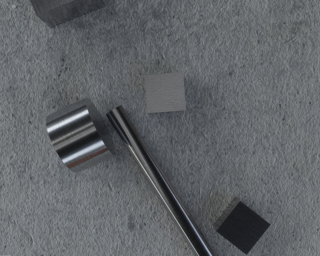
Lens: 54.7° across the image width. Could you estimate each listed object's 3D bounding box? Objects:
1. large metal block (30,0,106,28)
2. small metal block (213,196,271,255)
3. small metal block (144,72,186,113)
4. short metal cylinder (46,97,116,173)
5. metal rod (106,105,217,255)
[{"bbox_3d":[-0.126,-0.187,0.396,0.080,0.050,0.080,-22,90,-1],"label":"large metal block"},{"bbox_3d":[0.108,0.129,0.412,0.050,0.025,0.050,38,90,-1],"label":"small metal block"},{"bbox_3d":[0.007,-0.046,0.410,0.050,0.025,0.050,-4,90,-1],"label":"small metal block"},{"bbox_3d":[-0.095,0.009,0.381,0.050,0.080,0.080,-26,90,0],"label":"short metal cylinder"},{"bbox_3d":[0.019,0.103,0.410,0.025,0.025,0.299,-32,90,0],"label":"metal rod"}]
